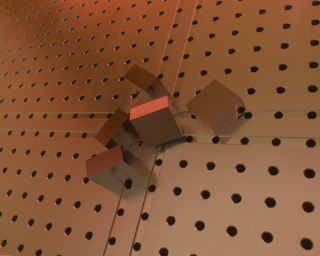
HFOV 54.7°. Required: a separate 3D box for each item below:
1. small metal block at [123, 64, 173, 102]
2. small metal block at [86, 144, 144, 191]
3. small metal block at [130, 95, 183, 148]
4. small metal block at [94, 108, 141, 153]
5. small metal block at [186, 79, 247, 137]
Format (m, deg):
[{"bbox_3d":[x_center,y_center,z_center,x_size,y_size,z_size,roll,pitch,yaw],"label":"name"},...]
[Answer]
[{"bbox_3d":[-0.017,-0.057,0.434,0.025,0.050,0.050,-49,52,-6],"label":"small metal block"},{"bbox_3d":[-0.057,0.051,0.389,0.050,0.050,0.025,-26,53,12],"label":"small metal block"},{"bbox_3d":[-0.004,-0.007,0.392,0.050,0.050,0.025,-19,36,12],"label":"small metal block"},{"bbox_3d":[-0.051,0.010,0.411,0.025,0.050,0.050,31,79,38],"label":"small metal block"},{"bbox_3d":[0.070,-0.026,0.387,0.050,0.025,0.050,-42,51,-1],"label":"small metal block"}]
